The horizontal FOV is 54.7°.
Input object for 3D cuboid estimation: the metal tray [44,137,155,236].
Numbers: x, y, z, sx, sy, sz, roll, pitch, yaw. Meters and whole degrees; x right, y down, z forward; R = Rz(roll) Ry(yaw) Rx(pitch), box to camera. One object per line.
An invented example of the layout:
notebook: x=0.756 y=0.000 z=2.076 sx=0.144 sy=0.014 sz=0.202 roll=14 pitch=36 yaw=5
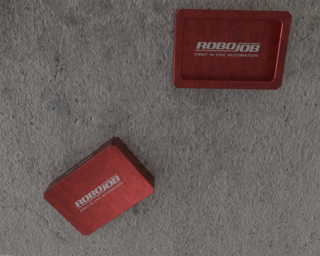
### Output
metal tray: x=-0.084 y=0.084 z=0.437 sx=0.130 sy=0.030 sz=0.090 roll=-36 pitch=107 yaw=12

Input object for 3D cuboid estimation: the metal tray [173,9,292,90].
metal tray: x=0.082 y=-0.094 z=0.372 sx=0.131 sy=0.030 sz=0.089 roll=1 pitch=110 yaw=-1
